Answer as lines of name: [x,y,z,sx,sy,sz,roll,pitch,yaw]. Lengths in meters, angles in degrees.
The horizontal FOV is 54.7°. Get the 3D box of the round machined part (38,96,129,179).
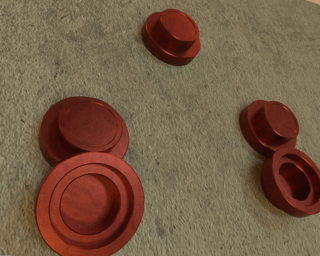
round machined part: [-0.081,0.005,0.346,0.099,0.042,0.098,14,56,-21]

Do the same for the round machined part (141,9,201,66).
round machined part: [0.023,-0.152,0.498,0.099,0.042,0.098,13,56,-21]

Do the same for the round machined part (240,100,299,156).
round machined part: [0.180,-0.004,0.492,0.099,0.042,0.098,14,56,-21]

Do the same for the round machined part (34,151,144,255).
round machined part: [-0.068,0.071,0.298,0.099,0.042,0.097,2,84,-25]

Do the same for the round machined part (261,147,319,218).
round machined part: [0.185,0.080,0.444,0.099,0.042,0.098,14,56,-21]
